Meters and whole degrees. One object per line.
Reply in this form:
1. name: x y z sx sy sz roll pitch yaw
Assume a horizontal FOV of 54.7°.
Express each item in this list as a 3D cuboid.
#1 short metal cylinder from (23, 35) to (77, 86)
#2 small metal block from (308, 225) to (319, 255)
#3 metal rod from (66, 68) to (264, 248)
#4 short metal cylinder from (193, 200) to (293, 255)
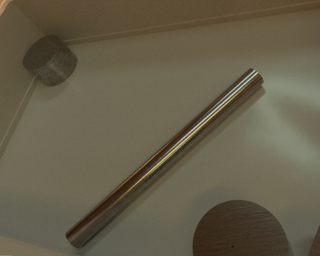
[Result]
1. short metal cylinder: -0.201 -0.123 0.568 0.080 0.050 0.080 -13 56 20
2. small metal block: 0.150 0.106 0.246 0.050 0.050 0.025 19 72 35
3. metal rod: 0.007 0.036 0.379 0.300 0.025 0.025 -42 51 -1
4. short metal cylinder: 0.076 0.112 0.281 0.080 0.050 0.080 -13 56 20
